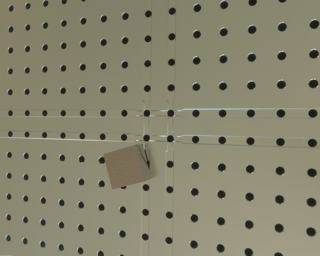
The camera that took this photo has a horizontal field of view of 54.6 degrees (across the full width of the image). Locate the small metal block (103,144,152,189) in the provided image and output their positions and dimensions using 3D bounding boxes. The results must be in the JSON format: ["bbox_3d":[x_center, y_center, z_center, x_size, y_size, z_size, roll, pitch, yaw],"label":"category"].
[{"bbox_3d":[-0.045,0.053,0.429,0.050,0.025,0.050,-17,84,19],"label":"small metal block"}]
